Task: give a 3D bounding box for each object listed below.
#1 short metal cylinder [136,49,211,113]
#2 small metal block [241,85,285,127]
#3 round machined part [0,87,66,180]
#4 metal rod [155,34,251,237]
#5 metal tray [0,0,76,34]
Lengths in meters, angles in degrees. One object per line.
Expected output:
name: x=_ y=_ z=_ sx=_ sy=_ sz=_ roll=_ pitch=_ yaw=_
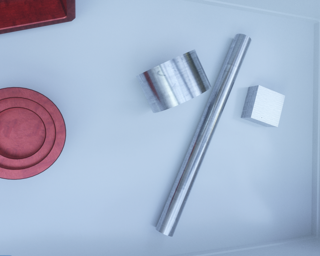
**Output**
short metal cylinder: x=0.017 y=-0.058 z=0.389 sx=0.081 sy=0.080 sz=0.050 roll=-28 pitch=100 yaw=-18
small metal block: x=0.156 y=-0.032 z=0.470 sx=0.050 sy=0.025 sz=0.050 roll=17 pitch=84 yaw=-20
round machined part: x=-0.157 y=0.005 z=0.344 sx=0.099 sy=0.042 sz=0.097 roll=0 pitch=90 yaw=-21
metal rod: x=0.064 y=0.004 z=0.435 sx=0.025 sy=0.025 sz=0.299 roll=26 pitch=81 yaw=-19
metal tray: x=-0.155 y=-0.137 z=0.315 sx=0.131 sy=0.090 sz=0.030 roll=-18 pitch=79 yaw=-19
